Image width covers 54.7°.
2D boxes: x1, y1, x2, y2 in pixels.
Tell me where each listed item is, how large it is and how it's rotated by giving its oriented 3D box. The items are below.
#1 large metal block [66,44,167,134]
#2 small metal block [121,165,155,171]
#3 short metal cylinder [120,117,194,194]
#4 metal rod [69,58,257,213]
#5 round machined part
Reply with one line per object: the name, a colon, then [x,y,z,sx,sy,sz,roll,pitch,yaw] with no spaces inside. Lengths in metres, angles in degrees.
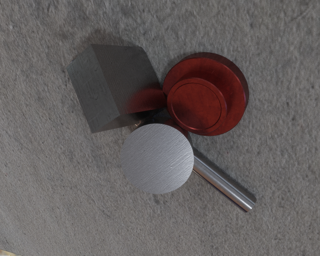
large metal block: [-0.047,-0.046,0.354,0.050,0.081,0.080,-29,81,39]
small metal block: [-0.017,0.043,0.427,0.050,0.050,0.025,-23,105,35]
short metal cylinder: [-0.001,0.030,0.362,0.080,0.050,0.079,1,101,5]
metal rod: [0.001,0.008,0.412,0.300,0.025,0.025,38,129,1]
round machined part: [0.047,-0.032,0.351,0.098,0.042,0.097,13,124,20]
